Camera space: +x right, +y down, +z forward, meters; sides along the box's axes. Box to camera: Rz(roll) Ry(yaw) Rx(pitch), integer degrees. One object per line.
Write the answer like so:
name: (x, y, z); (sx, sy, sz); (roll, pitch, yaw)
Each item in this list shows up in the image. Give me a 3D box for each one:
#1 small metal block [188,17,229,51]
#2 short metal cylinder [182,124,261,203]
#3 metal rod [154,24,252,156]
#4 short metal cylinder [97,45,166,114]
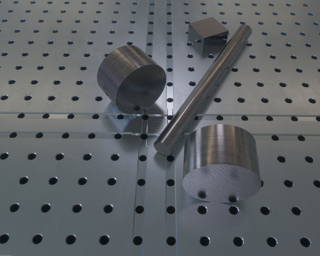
small metal block: (0.085, -0.168, 0.549); (0.050, 0.025, 0.050); (-21, 53, -17)
short metal cylinder: (0.066, 0.041, 0.338); (0.080, 0.080, 0.050); (4, 50, 3)
metal rod: (0.077, -0.074, 0.469); (0.025, 0.025, 0.301); (24, 54, 18)
short metal cylinder: (-0.039, -0.066, 0.427); (0.081, 0.080, 0.050); (-29, 56, -22)
